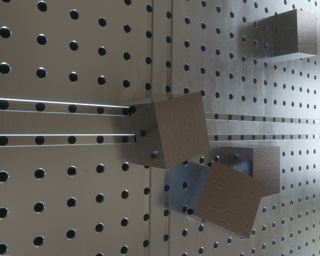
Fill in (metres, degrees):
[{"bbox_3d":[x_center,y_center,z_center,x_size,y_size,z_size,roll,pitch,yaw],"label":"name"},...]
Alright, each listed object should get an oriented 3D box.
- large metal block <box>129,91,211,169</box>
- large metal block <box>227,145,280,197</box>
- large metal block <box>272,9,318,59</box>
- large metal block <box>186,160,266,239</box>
[{"bbox_3d":[0.014,0.000,0.404,0.081,0.050,0.080,-18,101,-38],"label":"large metal block"},{"bbox_3d":[0.159,0.071,0.525,0.081,0.050,0.080,0,90,-40],"label":"large metal block"},{"bbox_3d":[0.268,-0.183,0.615,0.081,0.050,0.080,-6,94,-40],"label":"large metal block"},{"bbox_3d":[0.093,0.103,0.445,0.080,0.050,0.080,24,72,0],"label":"large metal block"}]
